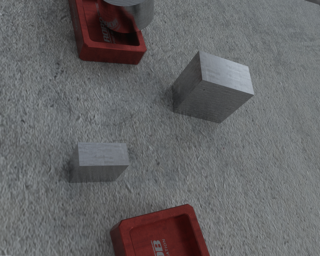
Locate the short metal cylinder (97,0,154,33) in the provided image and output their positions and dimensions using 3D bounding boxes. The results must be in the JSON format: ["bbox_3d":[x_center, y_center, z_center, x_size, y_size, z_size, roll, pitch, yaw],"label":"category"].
[{"bbox_3d":[-0.048,-0.183,0.439,0.081,0.050,0.080,1,65,-2],"label":"short metal cylinder"}]

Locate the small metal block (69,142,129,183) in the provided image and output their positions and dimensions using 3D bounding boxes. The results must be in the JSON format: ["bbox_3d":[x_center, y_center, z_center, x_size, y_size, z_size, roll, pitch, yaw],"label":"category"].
[{"bbox_3d":[-0.066,0.038,0.329,0.050,0.050,0.025,3,61,-27],"label":"small metal block"}]

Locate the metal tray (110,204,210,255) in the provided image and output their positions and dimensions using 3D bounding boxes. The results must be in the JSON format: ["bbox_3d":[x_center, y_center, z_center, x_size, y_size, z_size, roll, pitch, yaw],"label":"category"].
[{"bbox_3d":[0.010,0.151,0.313,0.091,0.030,0.130,-5,64,-31],"label":"metal tray"}]

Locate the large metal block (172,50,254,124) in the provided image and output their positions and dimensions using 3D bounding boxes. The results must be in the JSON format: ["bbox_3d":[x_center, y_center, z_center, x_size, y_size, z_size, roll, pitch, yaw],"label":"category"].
[{"bbox_3d":[0.072,-0.055,0.440,0.081,0.080,0.050,12,57,-22],"label":"large metal block"}]

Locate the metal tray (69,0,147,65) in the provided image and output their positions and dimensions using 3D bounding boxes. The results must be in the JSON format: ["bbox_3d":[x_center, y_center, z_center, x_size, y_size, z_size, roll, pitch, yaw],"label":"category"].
[{"bbox_3d":[-0.079,-0.156,0.452,0.091,0.030,0.130,-2,63,-29],"label":"metal tray"}]
